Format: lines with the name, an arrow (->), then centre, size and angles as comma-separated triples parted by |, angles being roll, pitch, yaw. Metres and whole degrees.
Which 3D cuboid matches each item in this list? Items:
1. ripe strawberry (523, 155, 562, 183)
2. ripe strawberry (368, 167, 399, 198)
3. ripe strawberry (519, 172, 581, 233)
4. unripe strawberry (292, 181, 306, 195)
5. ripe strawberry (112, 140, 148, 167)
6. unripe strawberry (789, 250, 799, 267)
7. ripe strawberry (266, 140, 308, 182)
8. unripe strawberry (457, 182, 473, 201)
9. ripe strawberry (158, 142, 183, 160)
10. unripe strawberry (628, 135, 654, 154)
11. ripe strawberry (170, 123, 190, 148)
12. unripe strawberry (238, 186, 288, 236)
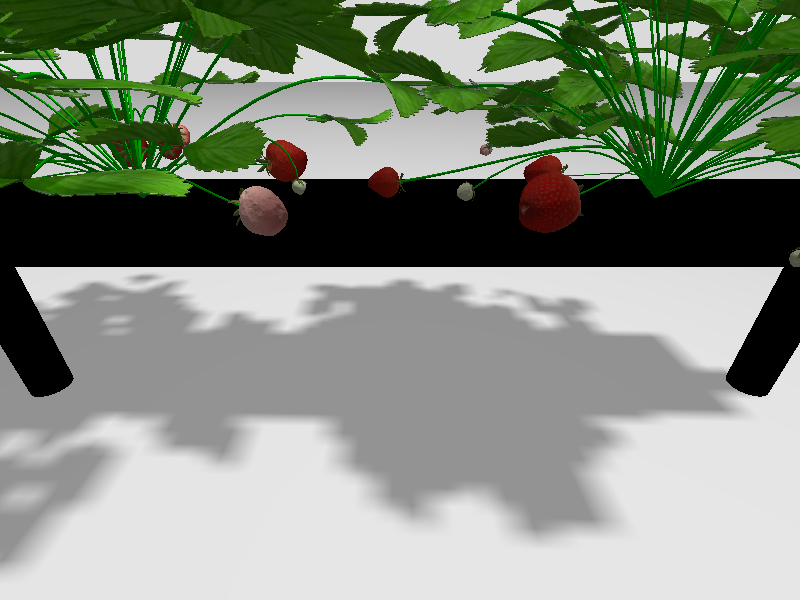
ripe strawberry -> 0.130, -0.116, 0.367 | 0.033, 0.032, 0.031 | 7, 31, 13
ripe strawberry -> -0.014, -0.103, 0.349 | 0.027, 0.026, 0.025 | 0, 30, 1
ripe strawberry -> 0.098, -0.064, 0.270 | 0.042, 0.041, 0.039 | -19, 35, -28
unripe strawberry -> -0.082, -0.092, 0.328 | 0.011, 0.011, 0.011 | 4, 30, 7
ripe strawberry -> -0.307, -0.174, 0.454 | 0.037, 0.042, 0.040 | -18, 34, -28
unripe strawberry -> 0.222, -0.023, 0.221 | 0.011, 0.010, 0.010 | 1, 30, 1
ripe strawberry -> -0.113, -0.140, 0.403 | 0.040, 0.040, 0.037 | -17, 34, -27
unripe strawberry -> 0.055, -0.092, 0.339 | 0.014, 0.015, 0.013 | -13, 30, 4
ripe strawberry -> -0.281, -0.188, 0.491 | 0.026, 0.030, 0.028 | -9, 31, -16
unripe strawberry -> 0.306, -0.197, 0.511 | 0.028, 0.025, 0.026 | 12, -4, 20
ripe strawberry -> -0.308, -0.226, 0.556 | 0.033, 0.035, 0.036 | -10, 13, -16
unripe strawberry -> -0.088, -0.057, 0.261 | 0.032, 0.033, 0.029 | 20, 36, 29
